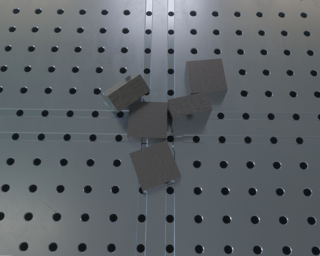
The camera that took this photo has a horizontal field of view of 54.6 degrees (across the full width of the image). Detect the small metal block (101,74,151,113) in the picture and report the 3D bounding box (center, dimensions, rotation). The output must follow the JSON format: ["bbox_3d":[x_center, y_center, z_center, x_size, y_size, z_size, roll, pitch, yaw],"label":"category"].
[{"bbox_3d":[-0.047,-0.047,0.413,0.050,0.050,0.025,-36,109,-12],"label":"small metal block"}]

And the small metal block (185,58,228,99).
[{"bbox_3d":[0.064,-0.068,0.437,0.050,0.025,0.050,-5,70,-2],"label":"small metal block"}]

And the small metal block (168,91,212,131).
[{"bbox_3d":[0.037,-0.021,0.406,0.050,0.050,0.025,-13,71,-5],"label":"small metal block"}]

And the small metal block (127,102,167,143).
[{"bbox_3d":[-0.016,-0.007,0.414,0.050,0.025,0.050,2,70,1],"label":"small metal block"}]

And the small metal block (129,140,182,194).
[{"bbox_3d":[-0.006,0.050,0.394,0.050,0.025,0.050,-19,71,-7],"label":"small metal block"}]
